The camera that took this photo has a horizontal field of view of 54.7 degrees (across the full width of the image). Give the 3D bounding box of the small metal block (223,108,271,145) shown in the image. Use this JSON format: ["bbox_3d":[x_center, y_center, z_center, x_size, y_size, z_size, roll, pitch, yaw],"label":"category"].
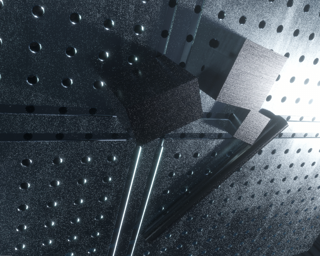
[{"bbox_3d":[0.136,-0.007,0.484,0.050,0.025,0.050,21,107,-36],"label":"small metal block"}]

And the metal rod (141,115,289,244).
[{"bbox_3d":[0.092,0.085,0.516,0.300,0.025,0.025,-40,130,-1],"label":"metal rod"}]

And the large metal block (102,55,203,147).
[{"bbox_3d":[-0.009,-0.035,0.351,0.081,0.080,0.050,-25,128,-14],"label":"large metal block"}]

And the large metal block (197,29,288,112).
[{"bbox_3d":[0.106,-0.074,0.410,0.081,0.050,0.079,10,113,-33],"label":"large metal block"}]
